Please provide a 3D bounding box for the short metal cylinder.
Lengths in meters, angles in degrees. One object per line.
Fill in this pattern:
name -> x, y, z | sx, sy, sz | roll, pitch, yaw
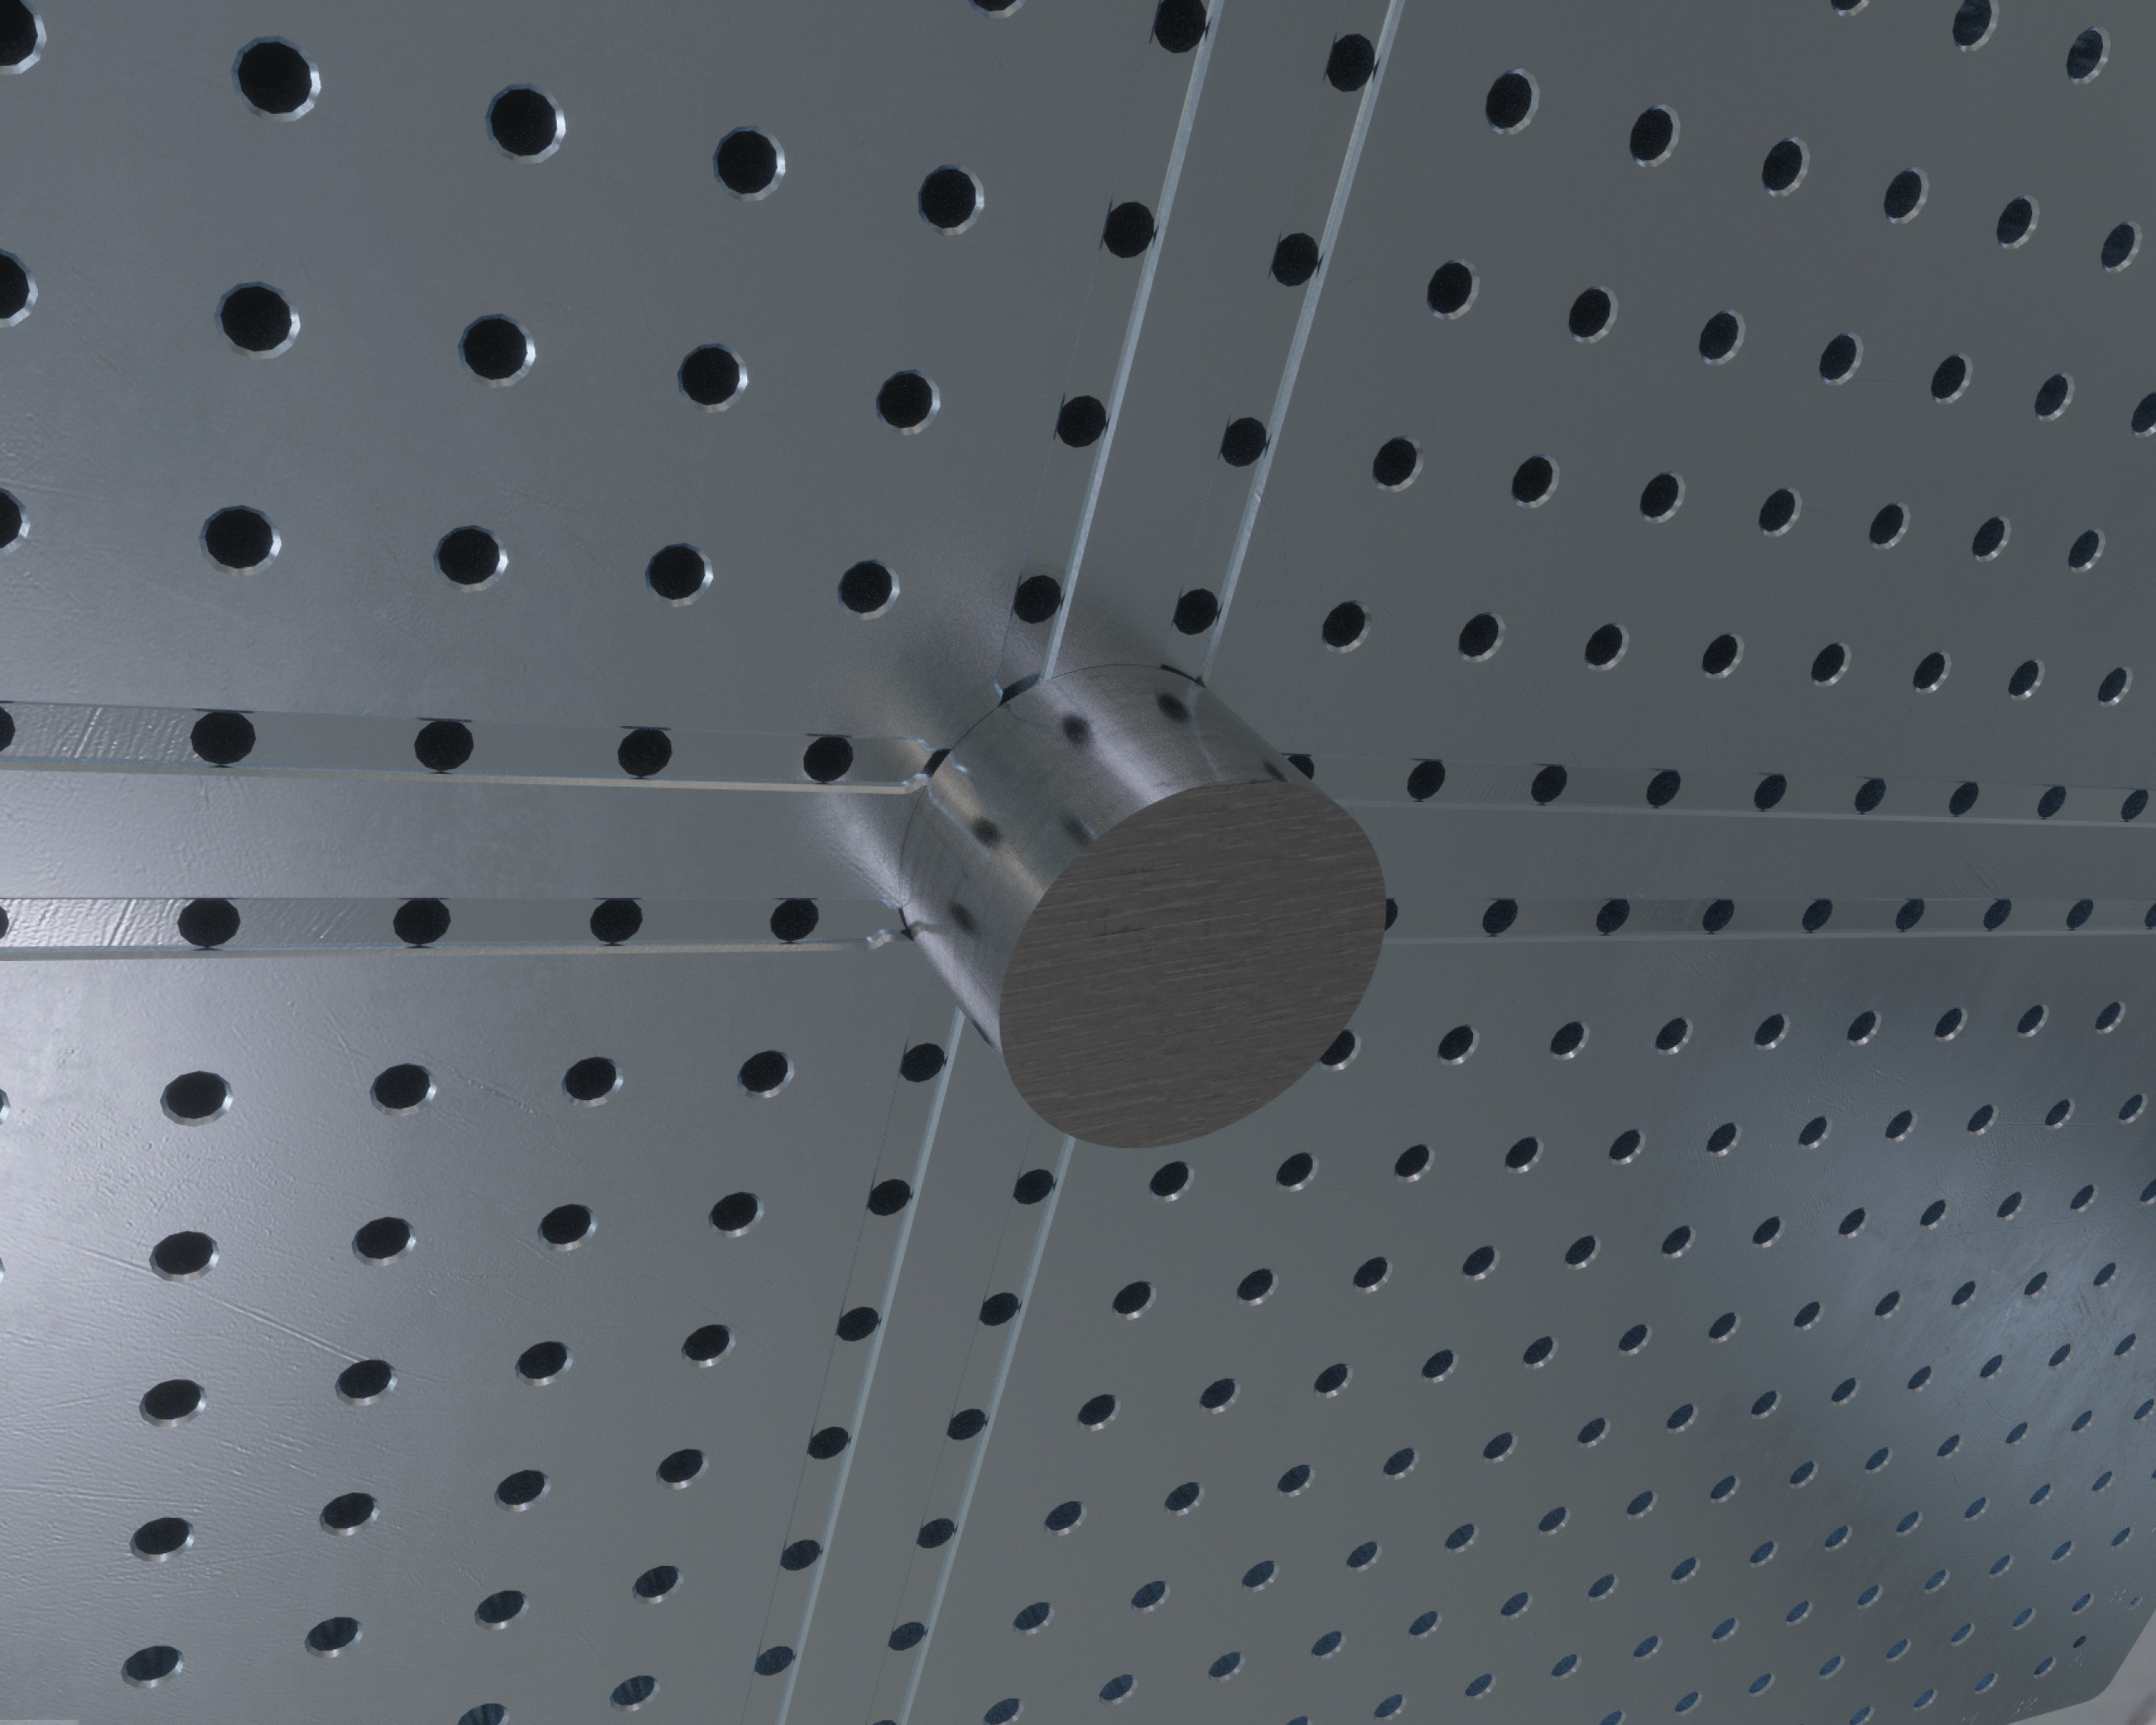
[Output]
short metal cylinder -> 0.012, 0.008, 0.406 | 0.081, 0.050, 0.080 | -14, 124, -21
